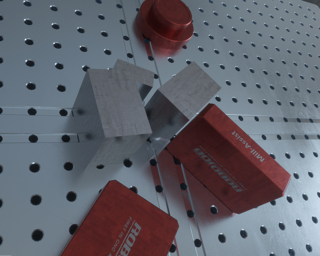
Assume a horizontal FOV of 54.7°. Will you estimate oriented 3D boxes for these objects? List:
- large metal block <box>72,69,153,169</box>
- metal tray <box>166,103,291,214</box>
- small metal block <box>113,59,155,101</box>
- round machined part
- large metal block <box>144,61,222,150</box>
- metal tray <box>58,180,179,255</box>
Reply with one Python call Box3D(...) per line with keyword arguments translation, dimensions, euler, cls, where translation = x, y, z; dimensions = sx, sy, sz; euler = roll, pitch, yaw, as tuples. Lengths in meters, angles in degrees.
Box3D(translation=(-0.058, -0.009, 0.347), dimensions=(0.050, 0.080, 0.080), euler=(-5, 64, -31), cls="large metal block")
Box3D(translation=(0.080, 0.042, 0.383), dimensions=(0.130, 0.090, 0.030), euler=(43, 51, 1), cls="metal tray")
Box3D(translation=(-0.041, -0.057, 0.405), dimensions=(0.050, 0.050, 0.025), euler=(18, 55, -18), cls="small metal block")
Box3D(translation=(0.014, -0.182, 0.516), dimensions=(0.099, 0.042, 0.098), euler=(14, 56, -21), cls="round machined part")
Box3D(translation=(0.021, -0.029, 0.402), dimensions=(0.050, 0.080, 0.080), euler=(45, 51, 3), cls="large metal block")
Box3D(translation=(-0.046, 0.128, 0.302), dimensions=(0.090, 0.030, 0.130), euler=(35, 51, -5), cls="metal tray")
